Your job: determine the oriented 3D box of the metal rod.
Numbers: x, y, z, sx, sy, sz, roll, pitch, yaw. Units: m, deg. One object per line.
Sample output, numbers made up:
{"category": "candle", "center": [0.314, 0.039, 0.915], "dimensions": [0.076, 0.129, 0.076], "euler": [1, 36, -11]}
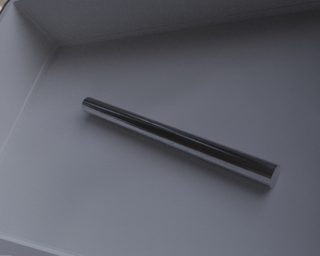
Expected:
{"category": "metal rod", "center": [0.002, 0.006, 0.400], "dimensions": [0.300, 0.025, 0.025], "euler": [20, 73, 35]}
